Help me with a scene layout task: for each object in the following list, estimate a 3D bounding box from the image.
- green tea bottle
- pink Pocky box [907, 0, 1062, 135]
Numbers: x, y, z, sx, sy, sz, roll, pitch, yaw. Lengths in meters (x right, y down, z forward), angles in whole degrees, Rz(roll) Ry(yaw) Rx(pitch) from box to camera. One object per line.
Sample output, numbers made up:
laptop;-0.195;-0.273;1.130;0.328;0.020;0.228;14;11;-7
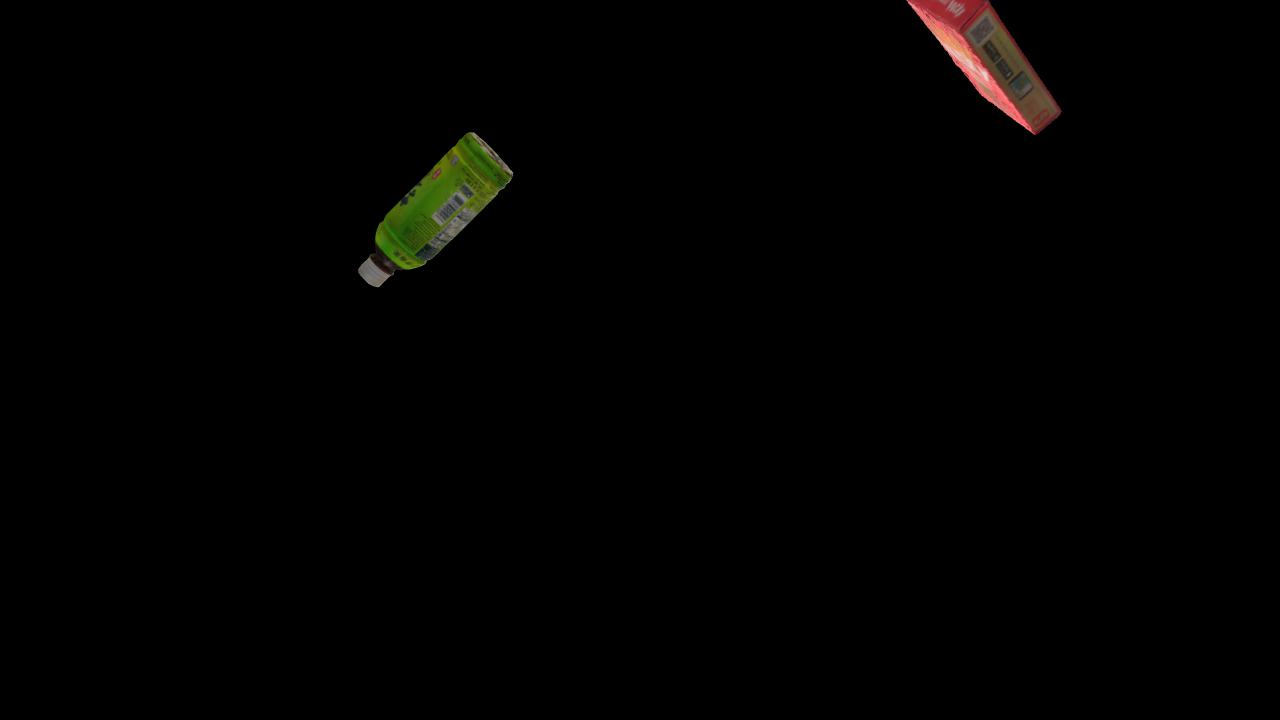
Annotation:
green tea bottle;-0.244;-0.166;0.715;0.212;0.073;0.073;-42;-5;6
pink Pocky box;0.296;-0.261;0.528;0.155;0.084;0.029;22;-55;-35
